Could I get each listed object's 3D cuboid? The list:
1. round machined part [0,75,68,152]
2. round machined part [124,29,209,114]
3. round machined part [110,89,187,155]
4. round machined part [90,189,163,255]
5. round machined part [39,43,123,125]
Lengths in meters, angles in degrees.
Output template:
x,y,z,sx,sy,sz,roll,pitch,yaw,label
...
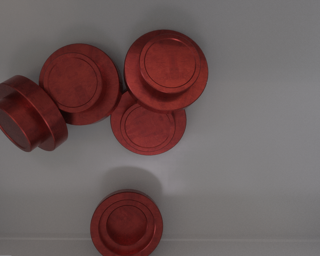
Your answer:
x,y,z,sx,sy,sz,roll,pitch,yaw,label
-0.160,-0.010,0.368,0.098,0.042,0.097,27,141,25,round machined part
0.008,-0.068,0.355,0.099,0.042,0.097,1,81,-9,round machined part
-0.015,-0.008,0.399,0.099,0.042,0.097,0,110,0,round machined part
-0.047,0.135,0.440,0.099,0.042,0.097,0,90,-6,round machined part
-0.096,-0.052,0.367,0.099,0.042,0.097,0,92,4,round machined part
